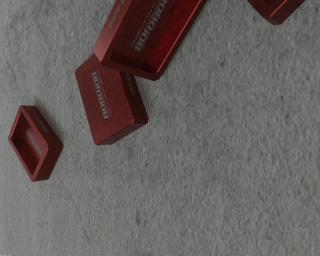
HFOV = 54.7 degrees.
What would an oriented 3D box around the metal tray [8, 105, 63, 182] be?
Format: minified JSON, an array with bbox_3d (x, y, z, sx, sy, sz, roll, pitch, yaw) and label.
[{"bbox_3d":[-0.244,0.028,0.598,0.130,0.030,0.089,45,117,30],"label":"metal tray"}]

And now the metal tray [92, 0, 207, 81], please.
[{"bbox_3d":[-0.011,-0.125,0.366,0.129,0.091,0.030,-57,46,24],"label":"metal tray"}]

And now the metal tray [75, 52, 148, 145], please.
[{"bbox_3d":[-0.076,-0.049,0.462,0.090,0.030,0.129,-29,72,35],"label":"metal tray"}]

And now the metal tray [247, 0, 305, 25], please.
[{"bbox_3d":[0.108,-0.181,0.311,0.090,0.030,0.130,-45,63,30],"label":"metal tray"}]
